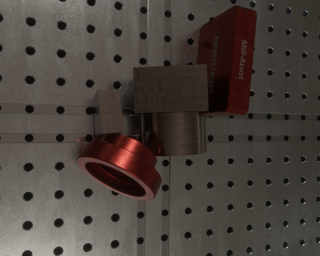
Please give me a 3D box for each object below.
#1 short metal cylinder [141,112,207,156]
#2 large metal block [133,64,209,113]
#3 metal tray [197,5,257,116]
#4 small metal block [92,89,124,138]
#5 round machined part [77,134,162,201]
[{"bbox_3d":[0.017,0.006,0.391,0.081,0.080,0.050,-3,91,-20],"label":"short metal cylinder"},{"bbox_3d":[0.014,-0.044,0.376,0.080,0.080,0.050,-2,91,3],"label":"large metal block"},{"bbox_3d":[0.083,-0.082,0.409,0.030,0.090,0.129,7,88,-21],"label":"metal tray"},{"bbox_3d":[-0.064,-0.016,0.373,0.025,0.050,0.050,-5,85,-20],"label":"small metal block"},{"bbox_3d":[-0.042,0.043,0.362,0.098,0.098,0.042,35,61,-17],"label":"round machined part"}]
